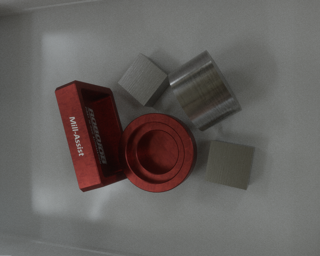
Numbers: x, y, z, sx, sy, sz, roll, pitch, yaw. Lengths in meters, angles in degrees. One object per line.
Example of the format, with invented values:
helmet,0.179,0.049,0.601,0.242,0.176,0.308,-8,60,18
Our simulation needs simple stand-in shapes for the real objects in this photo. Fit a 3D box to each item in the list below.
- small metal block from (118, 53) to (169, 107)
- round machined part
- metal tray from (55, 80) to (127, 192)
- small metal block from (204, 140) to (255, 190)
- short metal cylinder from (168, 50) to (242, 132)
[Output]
small metal block,-0.019,-0.063,0.414,0.050,0.025,0.050,42,104,16
round machined part,0.000,0.030,0.397,0.098,0.042,0.097,0,90,19
metal tray,-0.081,0.009,0.401,0.030,0.090,0.129,-18,84,19
small metal block,0.085,0.044,0.378,0.050,0.025,0.050,10,93,20
short metal cylinder,0.053,-0.043,0.361,0.050,0.080,0.080,-31,80,17
